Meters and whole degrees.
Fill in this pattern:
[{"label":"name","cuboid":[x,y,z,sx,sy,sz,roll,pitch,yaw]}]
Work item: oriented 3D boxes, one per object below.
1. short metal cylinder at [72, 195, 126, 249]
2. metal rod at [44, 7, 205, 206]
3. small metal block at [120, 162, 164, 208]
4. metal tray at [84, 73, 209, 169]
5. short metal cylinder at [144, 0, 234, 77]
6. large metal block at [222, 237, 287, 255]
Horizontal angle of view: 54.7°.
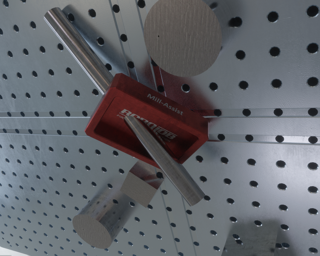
[{"label":"short metal cylinder","cuboid":[-0.108,0.169,0.556,0.080,0.050,0.079,13,124,21]},{"label":"metal rod","cuboid":[-0.045,-0.027,0.393,0.300,0.025,0.025,52,129,0]},{"label":"small metal block","cuboid":[-0.029,0.089,0.481,0.050,0.025,0.050,32,129,7]},{"label":"metal tray","cuboid":[-0.016,-0.001,0.387,0.131,0.030,0.089,27,131,-16]},{"label":"short metal cylinder","cuboid":[0.031,-0.099,0.318,0.080,0.050,0.079,13,124,21]},{"label":"large metal block","cuboid":[0.143,0.209,0.449,0.080,0.050,0.080,-20,108,35]}]
